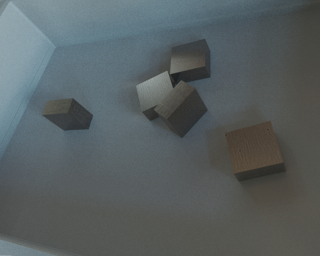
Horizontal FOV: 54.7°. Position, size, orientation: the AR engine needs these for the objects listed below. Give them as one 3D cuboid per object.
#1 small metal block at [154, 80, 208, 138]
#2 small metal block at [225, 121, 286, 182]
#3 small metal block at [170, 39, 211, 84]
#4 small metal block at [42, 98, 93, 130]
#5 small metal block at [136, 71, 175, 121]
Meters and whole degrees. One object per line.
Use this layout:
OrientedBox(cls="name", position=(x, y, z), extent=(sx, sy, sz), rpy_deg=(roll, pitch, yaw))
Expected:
OrientedBox(cls="small metal block", position=(0.027, -0.023, 0.388), extent=(0.050, 0.050, 0.025), rpy_deg=(-48, 52, -5))
OrientedBox(cls="small metal block", position=(0.103, 0.026, 0.336), extent=(0.050, 0.025, 0.050), rpy_deg=(-16, 55, 18))
OrientedBox(cls="small metal block", position=(0.044, -0.094, 0.439), extent=(0.050, 0.025, 0.050), rpy_deg=(-9, 58, 23))
OrientedBox(cls="small metal block", position=(-0.140, -0.020, 0.473), extent=(0.050, 0.050, 0.025), rpy_deg=(-3, 61, 26))
OrientedBox(cls="small metal block", position=(-0.002, -0.045, 0.433), extent=(0.050, 0.025, 0.050), rpy_deg=(-24, 53, 13))
